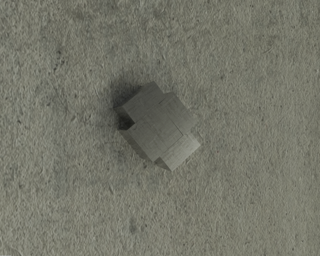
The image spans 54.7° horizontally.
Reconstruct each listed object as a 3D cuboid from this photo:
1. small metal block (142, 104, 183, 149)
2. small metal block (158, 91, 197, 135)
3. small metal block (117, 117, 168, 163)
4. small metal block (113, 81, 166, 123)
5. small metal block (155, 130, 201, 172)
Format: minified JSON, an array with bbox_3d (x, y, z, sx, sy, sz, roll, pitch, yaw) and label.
[{"bbox_3d":[-0.005,-0.002,0.396,0.025,0.050,0.050,-42,104,-15],"label":"small metal block"},{"bbox_3d":[0.014,-0.018,0.402,0.025,0.050,0.050,-43,104,-15],"label":"small metal block"},{"bbox_3d":[-0.023,0.014,0.389,0.025,0.050,0.050,-42,104,-15],"label":"small metal block"},{"bbox_3d":[-0.027,-0.031,0.387,0.050,0.050,0.025,-41,104,-16],"label":"small metal block"},{"bbox_3d":[0.017,0.028,0.404,0.050,0.050,0.025,-41,104,-16],"label":"small metal block"}]
